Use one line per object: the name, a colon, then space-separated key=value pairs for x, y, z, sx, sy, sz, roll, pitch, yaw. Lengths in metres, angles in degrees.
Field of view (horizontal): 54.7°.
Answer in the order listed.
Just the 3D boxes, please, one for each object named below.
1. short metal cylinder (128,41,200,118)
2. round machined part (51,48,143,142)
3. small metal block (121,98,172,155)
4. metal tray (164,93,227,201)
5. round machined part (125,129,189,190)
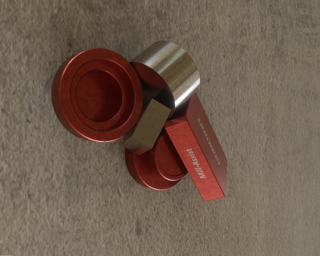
short metal cylinder: x=0.000 y=-0.057 z=0.373 sx=0.050 sy=0.080 sz=0.080 roll=-45 pitch=118 yaw=-31
round machined part: x=-0.070 y=-0.034 z=0.338 sx=0.099 sy=0.042 sz=0.097 roll=0 pitch=90 yaw=-40
small metal block: x=-0.017 y=0.000 z=0.355 sx=0.025 sy=0.050 sz=0.050 roll=31 pitch=69 yaw=-10
metal tray: x=0.053 y=0.022 z=0.421 sx=0.130 sy=0.030 sz=0.090 roll=61 pitch=24 yaw=-22
round machined part: x=0.007 y=0.032 z=0.403 sx=0.099 sy=0.042 sz=0.097 roll=0 pitch=90 yaw=-40
